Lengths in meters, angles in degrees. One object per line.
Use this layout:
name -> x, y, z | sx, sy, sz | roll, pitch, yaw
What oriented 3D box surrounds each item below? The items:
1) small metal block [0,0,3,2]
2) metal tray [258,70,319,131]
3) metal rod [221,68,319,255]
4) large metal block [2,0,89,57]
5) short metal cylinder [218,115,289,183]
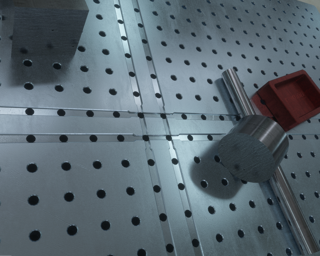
small metal block -> -0.223, -0.196, 0.408 | 0.050, 0.025, 0.050 | 2, 61, -28
metal tray -> 0.252, -0.055, 0.577 | 0.131, 0.030, 0.090 | -20, 73, -36
metal rod -> 0.160, 0.037, 0.474 | 0.025, 0.025, 0.299 | -4, 64, -31
large metal block -> -0.142, -0.134, 0.379 | 0.081, 0.080, 0.050 | -12, 68, -33
short metal cylinder -> 0.128, 0.028, 0.427 | 0.080, 0.080, 0.050 | 47, 51, 4
